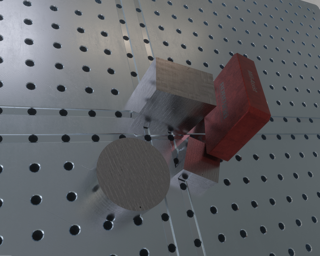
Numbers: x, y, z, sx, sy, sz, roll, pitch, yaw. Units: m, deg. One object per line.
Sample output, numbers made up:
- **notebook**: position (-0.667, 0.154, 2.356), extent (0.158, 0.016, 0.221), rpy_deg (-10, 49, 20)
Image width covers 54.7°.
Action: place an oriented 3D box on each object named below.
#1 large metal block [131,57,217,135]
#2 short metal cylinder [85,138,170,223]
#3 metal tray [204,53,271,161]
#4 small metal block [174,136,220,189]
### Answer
- **large metal block**: position (0.015, -0.037, 0.404), extent (0.081, 0.080, 0.050), rpy_deg (12, 57, -22)
- **short metal cylinder**: position (-0.036, 0.057, 0.338), extent (0.081, 0.050, 0.080), rpy_deg (13, 56, -21)
- **metal tray**: position (0.097, -0.031, 0.419), extent (0.030, 0.089, 0.130), rpy_deg (23, 40, -15)
- **small metal block**: position (0.050, 0.046, 0.407), extent (0.050, 0.025, 0.050), rpy_deg (24, 53, -14)
